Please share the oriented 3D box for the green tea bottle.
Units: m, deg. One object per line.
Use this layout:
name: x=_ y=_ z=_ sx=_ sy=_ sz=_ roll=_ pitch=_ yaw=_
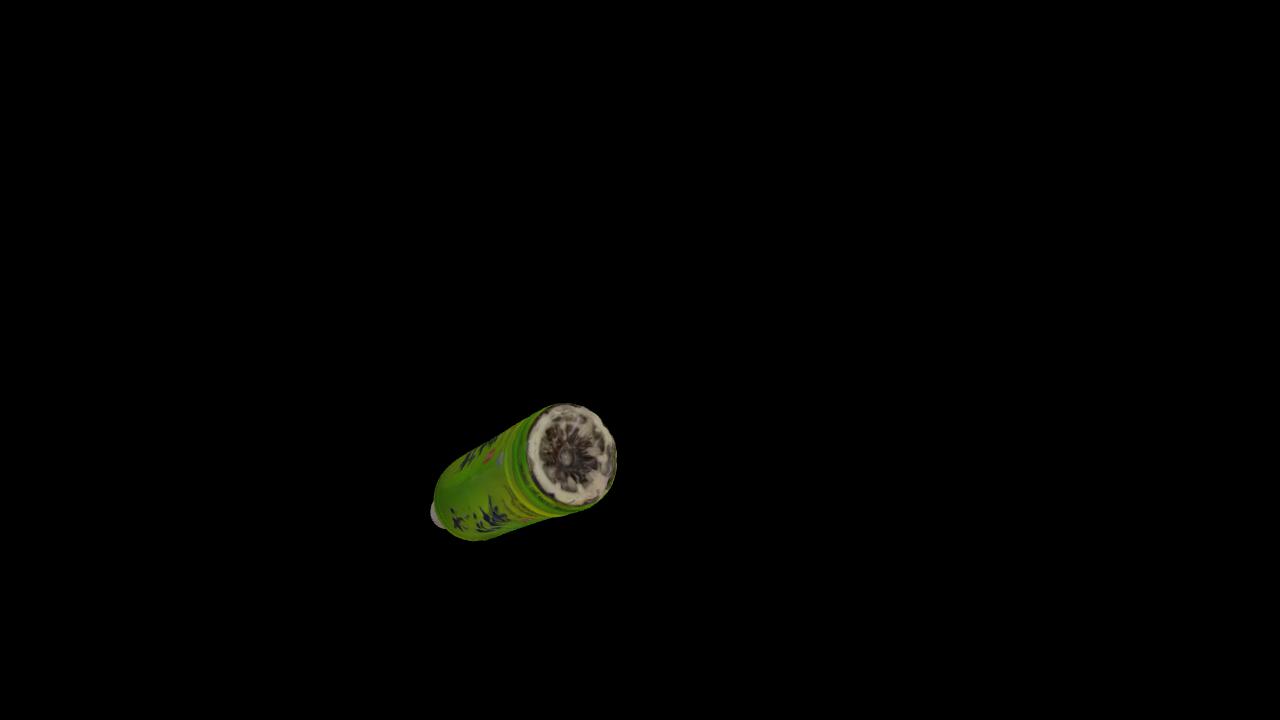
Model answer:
green tea bottle: x=-0.101 y=0.094 z=0.453 sx=0.073 sy=0.073 sz=0.212 roll=0 pitch=-22 yaw=-39
